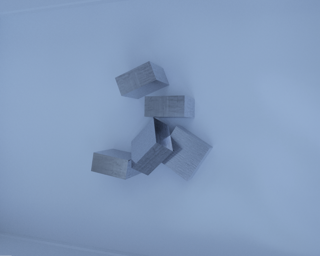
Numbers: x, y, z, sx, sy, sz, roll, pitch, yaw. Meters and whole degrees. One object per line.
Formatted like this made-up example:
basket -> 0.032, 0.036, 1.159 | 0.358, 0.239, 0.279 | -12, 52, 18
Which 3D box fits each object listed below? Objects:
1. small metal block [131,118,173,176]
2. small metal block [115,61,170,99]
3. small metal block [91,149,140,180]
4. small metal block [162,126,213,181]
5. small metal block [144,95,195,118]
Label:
small metal block -> -0.012, 0.023, 0.394 | 0.025, 0.050, 0.050 | 30, 120, -25
small metal block -> -0.022, -0.061, 0.405 | 0.050, 0.050, 0.025 | -22, 83, 18
small metal block -> -0.056, 0.047, 0.417 | 0.050, 0.050, 0.025 | 10, 95, 20
small metal block -> 0.031, 0.032, 0.399 | 0.050, 0.025, 0.050 | 35, 101, 16
small metal block -> 0.013, -0.026, 0.392 | 0.050, 0.050, 0.025 | 1, 90, 20
